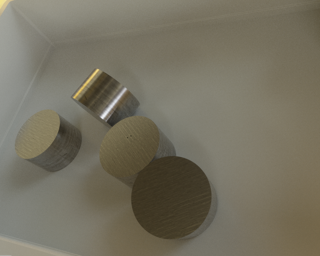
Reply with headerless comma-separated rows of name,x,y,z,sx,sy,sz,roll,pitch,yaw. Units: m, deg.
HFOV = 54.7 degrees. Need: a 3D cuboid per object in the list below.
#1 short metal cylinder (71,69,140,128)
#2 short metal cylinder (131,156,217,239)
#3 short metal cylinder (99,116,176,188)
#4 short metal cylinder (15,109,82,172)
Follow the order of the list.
short metal cylinder,-0.075,-0.037,0.431,0.080,0.080,0.050,30,78,37
short metal cylinder,0.017,0.074,0.324,0.080,0.050,0.080,-5,69,15
short metal cylinder,-0.027,0.032,0.383,0.080,0.050,0.080,-13,56,21
short metal cylinder,-0.166,0.019,0.463,0.080,0.050,0.080,-13,56,20
